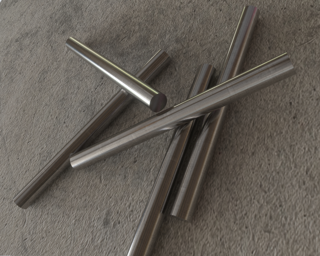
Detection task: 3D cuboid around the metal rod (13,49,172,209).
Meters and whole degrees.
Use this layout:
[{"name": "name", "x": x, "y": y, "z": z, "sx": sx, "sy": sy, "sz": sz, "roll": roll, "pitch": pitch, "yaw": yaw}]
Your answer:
[{"name": "metal rod", "x": -0.095, "y": -0.001, "z": 0.452, "sx": 0.300, "sy": 0.025, "sz": 0.025, "roll": -46, "pitch": 51, "yaw": -5}]

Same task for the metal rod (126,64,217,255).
[{"name": "metal rod", "x": 0.012, "y": 0.051, "z": 0.365, "sx": 0.025, "sy": 0.025, "sz": 0.300, "roll": 9, "pitch": 66, "yaw": 31}]

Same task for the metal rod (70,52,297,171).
[{"name": "metal rod", "x": 0.008, "y": -0.009, "z": 0.373, "sx": 0.300, "sy": 0.025, "sz": 0.025, "roll": -25, "pitch": 53, "yaw": 24}]

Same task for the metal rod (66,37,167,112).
[{"name": "metal rod", "x": -0.084, "y": -0.095, "z": 0.480, "sx": 0.025, "sy": 0.025, "sz": 0.300, "roll": -47, "pitch": 44, "yaw": -5}]

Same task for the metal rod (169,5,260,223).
[{"name": "metal rod", "x": 0.074, "y": -0.033, "z": 0.383, "sx": 0.025, "sy": 0.025, "sz": 0.300, "roll": 9, "pitch": 66, "yaw": 32}]
